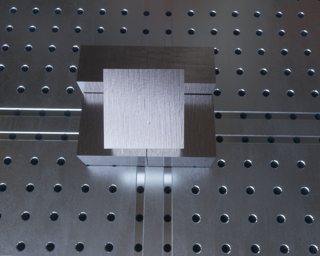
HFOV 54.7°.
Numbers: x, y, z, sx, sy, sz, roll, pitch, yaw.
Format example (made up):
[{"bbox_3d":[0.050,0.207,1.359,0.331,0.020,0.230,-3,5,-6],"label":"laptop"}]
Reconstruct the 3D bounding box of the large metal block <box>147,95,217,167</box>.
[{"bbox_3d":[0.026,0.004,0.394,0.081,0.050,0.080,1,70,0],"label":"large metal block"}]

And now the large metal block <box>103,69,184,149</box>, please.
[{"bbox_3d":[-0.016,-0.021,0.335,0.081,0.050,0.079,0,94,-1],"label":"large metal block"}]

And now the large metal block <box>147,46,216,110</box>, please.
[{"bbox_3d":[0.025,-0.062,0.404,0.081,0.080,0.050,1,70,0],"label":"large metal block"}]

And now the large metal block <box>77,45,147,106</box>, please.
[{"bbox_3d":[-0.056,-0.063,0.404,0.081,0.080,0.050,1,70,0],"label":"large metal block"}]

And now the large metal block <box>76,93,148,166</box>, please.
[{"bbox_3d":[-0.056,0.003,0.395,0.081,0.050,0.080,1,70,0],"label":"large metal block"}]
